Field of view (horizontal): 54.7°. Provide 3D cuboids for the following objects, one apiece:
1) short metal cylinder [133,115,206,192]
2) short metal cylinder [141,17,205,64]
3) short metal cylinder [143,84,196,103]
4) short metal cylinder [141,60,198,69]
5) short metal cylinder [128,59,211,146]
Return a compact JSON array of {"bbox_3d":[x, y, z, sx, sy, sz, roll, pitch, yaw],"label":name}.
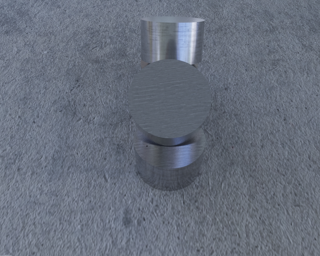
[{"bbox_3d":[0.011,0.027,0.366,0.080,0.050,0.080,0,50,0],"label":"short metal cylinder"},{"bbox_3d":[0.016,-0.115,0.401,0.081,0.050,0.080,1,25,0],"label":"short metal cylinder"},{"bbox_3d":[0.012,-0.035,0.400,0.080,0.080,0.050,1,50,1],"label":"short metal cylinder"},{"bbox_3d":[0.013,-0.076,0.453,0.080,0.050,0.080,0,50,0],"label":"short metal cylinder"},{"bbox_3d":[0.010,-0.024,0.323,0.080,0.050,0.080,0,78,1],"label":"short metal cylinder"}]
